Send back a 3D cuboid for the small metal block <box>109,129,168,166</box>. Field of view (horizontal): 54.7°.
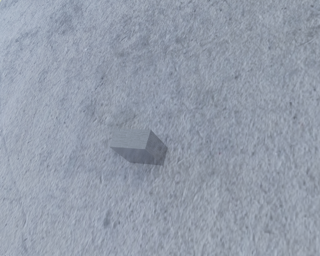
[{"bbox_3d":[-0.025,0.024,0.385,0.050,0.050,0.025,1,63,28],"label":"small metal block"}]
